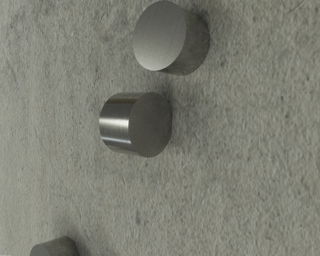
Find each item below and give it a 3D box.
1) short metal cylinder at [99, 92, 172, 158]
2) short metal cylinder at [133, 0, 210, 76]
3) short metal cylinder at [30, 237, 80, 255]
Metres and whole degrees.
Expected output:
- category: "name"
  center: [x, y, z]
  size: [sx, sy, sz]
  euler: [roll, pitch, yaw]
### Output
- category: "short metal cylinder"
  center: [-0.029, -0.005, 0.391]
  size: [0.050, 0.081, 0.079]
  euler: [5, 93, 39]
- category: "short metal cylinder"
  center: [0.013, -0.106, 0.376]
  size: [0.080, 0.050, 0.079]
  euler: [0, 90, 39]
- category: "short metal cylinder"
  center: [-0.182, 0.235, 0.536]
  size: [0.080, 0.050, 0.079]
  euler: [0, 90, 39]
